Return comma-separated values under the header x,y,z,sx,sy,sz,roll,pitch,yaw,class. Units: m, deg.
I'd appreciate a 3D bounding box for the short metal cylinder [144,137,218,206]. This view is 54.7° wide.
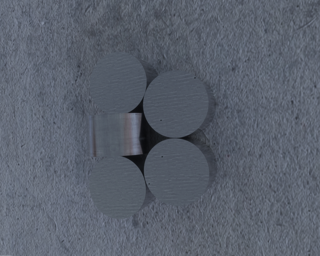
x,y,z,sx,sy,sz,roll,pitch,yaw,class
0.027,0.052,0.387,0.080,0.050,0.080,0,91,21,short metal cylinder

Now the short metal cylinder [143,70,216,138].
x,y,z,sx,sy,sz,roll,pitch,yaw,class
0.026,-0.028,0.387,0.080,0.050,0.080,0,91,20,short metal cylinder

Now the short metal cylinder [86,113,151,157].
x,y,z,sx,sy,sz,roll,pitch,yaw,class
-0.053,0.008,0.400,0.080,0.080,0.050,-3,89,20,short metal cylinder

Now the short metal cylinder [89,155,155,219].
x,y,z,sx,sy,sz,roll,pitch,yaw,class
-0.046,0.074,0.413,0.080,0.050,0.080,0,90,21,short metal cylinder

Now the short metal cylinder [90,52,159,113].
x,y,z,sx,sy,sz,roll,pitch,yaw,class
-0.045,-0.056,0.413,0.080,0.050,0.080,0,90,21,short metal cylinder
